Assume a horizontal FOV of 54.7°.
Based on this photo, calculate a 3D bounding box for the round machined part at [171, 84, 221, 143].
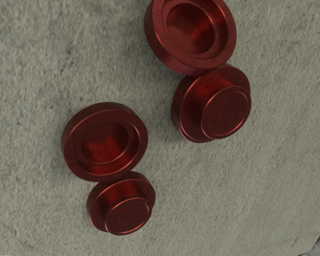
[{"bbox_3d":[0.058,-0.032,0.409,0.099,0.042,0.097,-14,125,-21],"label":"round machined part"}]

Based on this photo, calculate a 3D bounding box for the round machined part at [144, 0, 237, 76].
[{"bbox_3d":[0.029,-0.101,0.329,0.099,0.042,0.098,5,77,-23],"label":"round machined part"}]

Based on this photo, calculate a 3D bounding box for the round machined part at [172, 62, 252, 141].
[{"bbox_3d":[0.067,-0.026,0.364,0.099,0.042,0.097,-14,125,-21],"label":"round machined part"}]

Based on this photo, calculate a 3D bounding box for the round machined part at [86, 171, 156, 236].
[{"bbox_3d":[-0.050,0.113,0.440,0.099,0.042,0.097,-14,125,-21],"label":"round machined part"}]

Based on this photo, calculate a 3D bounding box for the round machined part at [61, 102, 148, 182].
[{"bbox_3d":[-0.067,0.013,0.368,0.099,0.042,0.097,-14,125,-21],"label":"round machined part"}]
